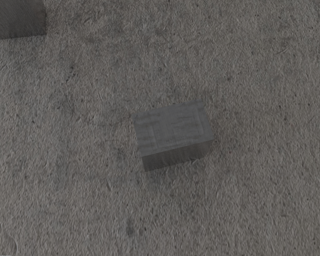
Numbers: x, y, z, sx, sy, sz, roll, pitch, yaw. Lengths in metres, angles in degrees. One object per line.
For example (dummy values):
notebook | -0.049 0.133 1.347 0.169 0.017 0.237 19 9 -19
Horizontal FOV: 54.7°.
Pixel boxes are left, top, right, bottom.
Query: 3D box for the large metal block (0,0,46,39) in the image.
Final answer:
large metal block | -0.216 -0.174 0.441 0.081 0.080 0.050 -7 70 -3

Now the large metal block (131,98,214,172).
large metal block | 0.013 0.012 0.375 0.081 0.080 0.050 -13 71 -5
